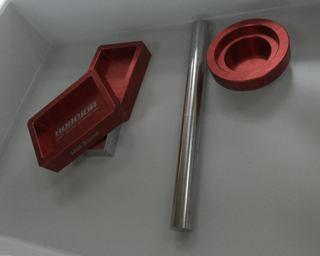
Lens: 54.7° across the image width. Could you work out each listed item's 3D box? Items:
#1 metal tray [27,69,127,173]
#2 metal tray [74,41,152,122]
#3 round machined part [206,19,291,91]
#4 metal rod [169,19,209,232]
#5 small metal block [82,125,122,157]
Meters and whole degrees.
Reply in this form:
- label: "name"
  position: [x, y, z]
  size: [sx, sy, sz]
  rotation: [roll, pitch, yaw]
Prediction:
- label: "metal tray"
  position: [-0.119, -0.011, 0.432]
  size: [0.130, 0.030, 0.090]
  rotation: [-37, 55, 7]
- label: "metal tray"
  position: [-0.074, -0.074, 0.484]
  size: [0.090, 0.030, 0.130]
  rotation: [3, 63, 29]
- label: "round machined part"
  position: [0.112, -0.086, 0.388]
  size: [0.098, 0.042, 0.098]
  rotation: [-13, 56, 20]
- label: "metal rod"
  position: [0.042, -0.023, 0.396]
  size: [0.025, 0.025, 0.299]
  rotation: [-6, 59, 25]
- label: "small metal block"
  position: [-0.088, 0.013, 0.442]
  size: [0.050, 0.025, 0.050]
  rotation: [-3, 60, 26]
